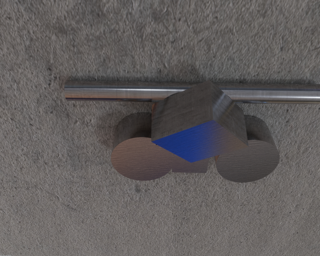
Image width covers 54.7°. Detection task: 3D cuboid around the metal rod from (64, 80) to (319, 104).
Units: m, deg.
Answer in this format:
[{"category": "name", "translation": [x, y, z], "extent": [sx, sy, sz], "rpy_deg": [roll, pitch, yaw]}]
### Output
[{"category": "metal rod", "translation": [0.041, -0.043, 0.372], "extent": [0.302, 0.025, 0.025], "rpy_deg": [1, 130, -1]}]

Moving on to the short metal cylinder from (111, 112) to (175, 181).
[{"category": "short metal cylinder", "translation": [-0.022, 0.025, 0.413], "extent": [0.081, 0.050, 0.079], "rpy_deg": [0, 130, 0]}]

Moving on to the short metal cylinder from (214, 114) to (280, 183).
[{"category": "short metal cylinder", "translation": [0.113, 0.028, 0.417], "extent": [0.081, 0.050, 0.079], "rpy_deg": [0, 130, 0]}]

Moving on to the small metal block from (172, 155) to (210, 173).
[{"category": "small metal block", "translation": [0.043, 0.038, 0.442], "extent": [0.050, 0.025, 0.050], "rpy_deg": [1, 130, -2]}]

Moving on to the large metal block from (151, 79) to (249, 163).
[{"category": "large metal block", "translation": [0.047, -0.003, 0.367], "extent": [0.080, 0.050, 0.080], "rpy_deg": [-21, 145, 33]}]
